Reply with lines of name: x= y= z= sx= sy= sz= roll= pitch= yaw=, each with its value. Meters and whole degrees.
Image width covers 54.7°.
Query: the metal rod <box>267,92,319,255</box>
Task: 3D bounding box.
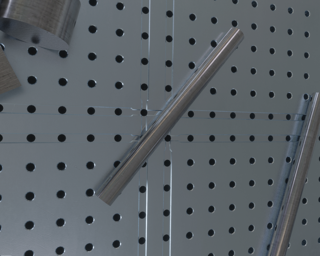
metal rod: x=0.217 y=0.087 z=0.493 sx=0.025 sy=0.025 sz=0.299 roll=21 pitch=83 yaw=-19

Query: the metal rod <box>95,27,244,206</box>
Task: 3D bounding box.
metal rod: x=0.021 y=-0.024 z=0.420 sx=0.025 sy=0.025 sz=0.300 roll=43 pitch=77 yaw=-15

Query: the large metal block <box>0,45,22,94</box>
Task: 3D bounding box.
large metal block: x=-0.198 y=-0.068 z=0.303 sx=0.081 sy=0.080 sz=0.050 roll=-28 pitch=58 yaw=-18

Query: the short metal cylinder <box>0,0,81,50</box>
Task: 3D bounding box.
short metal cylinder: x=-0.132 y=-0.124 z=0.335 sx=0.081 sy=0.080 sz=0.050 roll=15 pitch=85 yaw=-20
